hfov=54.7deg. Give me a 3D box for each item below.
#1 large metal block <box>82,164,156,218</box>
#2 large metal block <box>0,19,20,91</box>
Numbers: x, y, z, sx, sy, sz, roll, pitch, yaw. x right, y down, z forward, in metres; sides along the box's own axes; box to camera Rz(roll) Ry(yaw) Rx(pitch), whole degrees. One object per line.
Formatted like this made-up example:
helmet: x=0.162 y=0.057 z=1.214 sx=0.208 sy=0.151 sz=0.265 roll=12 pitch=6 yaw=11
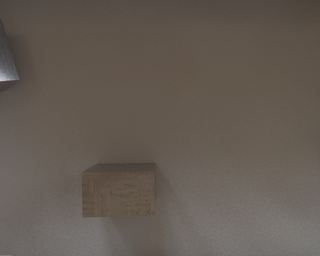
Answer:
large metal block: x=-0.046 y=0.073 z=0.383 sx=0.081 sy=0.080 sz=0.050 roll=-1 pitch=90 yaw=0
large metal block: x=-0.232 y=-0.086 z=0.375 sx=0.050 sy=0.081 sz=0.080 roll=-16 pitch=90 yaw=42
